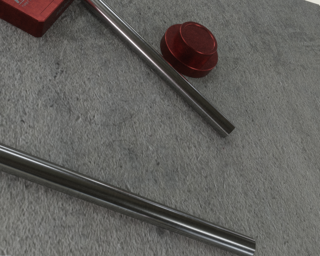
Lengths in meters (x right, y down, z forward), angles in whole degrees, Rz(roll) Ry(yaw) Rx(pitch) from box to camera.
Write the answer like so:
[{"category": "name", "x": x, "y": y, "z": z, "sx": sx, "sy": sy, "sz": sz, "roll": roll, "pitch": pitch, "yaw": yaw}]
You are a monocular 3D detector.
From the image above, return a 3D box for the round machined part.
[{"category": "round machined part", "x": 0.053, "y": -0.133, "z": 0.503, "sx": 0.099, "sy": 0.042, "sz": 0.098, "roll": 14, "pitch": 56, "yaw": -21}]

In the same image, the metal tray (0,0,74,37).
[{"category": "metal tray", "x": -0.173, "y": -0.191, "z": 0.424, "sx": 0.090, "sy": 0.030, "sz": 0.130, "roll": 28, "pitch": 52, "yaw": -11}]

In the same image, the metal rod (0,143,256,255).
[{"category": "metal rod", "x": -0.027, "y": 0.085, "z": 0.337, "sx": 0.302, "sy": 0.025, "sz": 0.025, "roll": 24, "pitch": 53, "yaw": -14}]

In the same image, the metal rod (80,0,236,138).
[{"category": "metal rod", "x": -0.005, "y": -0.098, "z": 0.460, "sx": 0.300, "sy": 0.025, "sz": 0.025, "roll": 44, "pitch": 51, "yaw": 2}]
